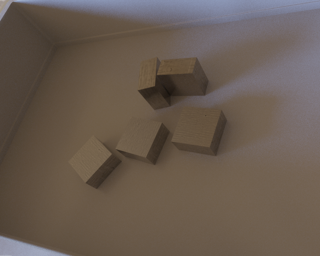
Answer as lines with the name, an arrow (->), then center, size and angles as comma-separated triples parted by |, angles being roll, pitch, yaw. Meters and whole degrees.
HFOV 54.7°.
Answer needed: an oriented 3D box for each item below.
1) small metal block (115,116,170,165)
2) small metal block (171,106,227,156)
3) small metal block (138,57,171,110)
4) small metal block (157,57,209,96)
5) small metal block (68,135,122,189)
small metal block -> -0.023, 0.016, 0.408 | 0.050, 0.025, 0.050 | 12, 68, 33
small metal block -> 0.048, 0.003, 0.379 | 0.050, 0.025, 0.050 | 8, 65, 31
small metal block -> -0.006, -0.061, 0.430 | 0.025, 0.050, 0.050 | -11, 57, 23
small metal block -> 0.031, -0.067, 0.414 | 0.050, 0.050, 0.025 | 2, 63, 29
small metal block -> -0.089, 0.046, 0.425 | 0.050, 0.025, 0.050 | -48, 51, -6
